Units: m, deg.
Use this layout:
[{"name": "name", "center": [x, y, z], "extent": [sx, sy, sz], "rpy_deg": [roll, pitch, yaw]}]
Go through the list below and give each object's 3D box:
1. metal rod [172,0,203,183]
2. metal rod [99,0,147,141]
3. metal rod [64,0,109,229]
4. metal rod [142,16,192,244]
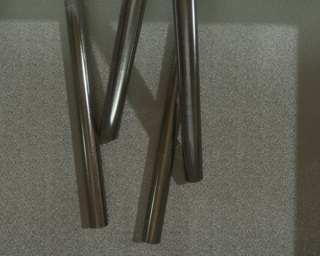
[{"name": "metal rod", "center": [0.032, -0.067, 0.348], "extent": [0.025, 0.025, 0.298], "rpy_deg": [-6, 116, 0]}, {"name": "metal rod", "center": [-0.032, -0.112, 0.335], "extent": [0.025, 0.025, 0.298], "rpy_deg": [16, 122, 0]}, {"name": "metal rod", "center": [-0.097, -0.019, 0.410], "extent": [0.025, 0.025, 0.298], "rpy_deg": [-6, 90, 0]}, {"name": "metal rod", "center": [0.013, 0.002, 0.411], "extent": [0.025, 0.025, 0.298], "rpy_deg": [10, 90, 0]}]
